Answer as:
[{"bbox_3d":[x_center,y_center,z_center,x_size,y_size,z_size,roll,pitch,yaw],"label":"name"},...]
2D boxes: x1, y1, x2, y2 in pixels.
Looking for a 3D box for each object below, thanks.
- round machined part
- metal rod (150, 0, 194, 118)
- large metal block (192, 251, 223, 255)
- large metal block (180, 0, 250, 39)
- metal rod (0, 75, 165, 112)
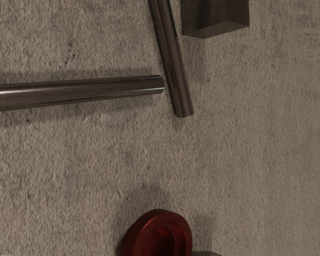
[{"bbox_3d":[-0.008,0.151,0.389,0.099,0.042,0.097,0,90,-40],"label":"round machined part"},{"bbox_3d":[0.002,-0.160,0.407,0.025,0.025,0.298,-23,105,-38],"label":"metal rod"},{"bbox_3d":[0.082,0.229,0.441,0.050,0.080,0.080,20,77,-39],"label":"large metal block"},{"bbox_3d":[0.075,-0.176,0.434,0.050,0.080,0.079,-6,94,-40],"label":"large metal block"},{"bbox_3d":[-0.116,-0.033,0.308,0.302,0.025,0.025,-12,98,-40],"label":"metal rod"}]
